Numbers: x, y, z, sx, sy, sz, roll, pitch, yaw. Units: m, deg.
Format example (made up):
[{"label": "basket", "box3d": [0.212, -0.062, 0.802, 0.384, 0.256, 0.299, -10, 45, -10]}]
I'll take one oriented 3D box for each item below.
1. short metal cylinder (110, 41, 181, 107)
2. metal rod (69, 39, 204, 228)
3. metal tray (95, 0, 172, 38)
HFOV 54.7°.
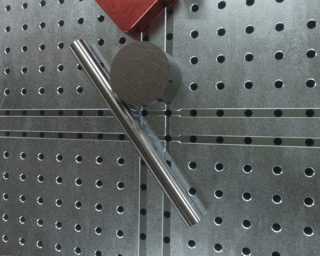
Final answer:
[{"label": "short metal cylinder", "box3d": [-0.018, -0.068, 0.405, 0.080, 0.050, 0.079, 0, 90, 19]}, {"label": "metal rod", "box3d": [-0.038, 0.000, 0.424, 0.025, 0.025, 0.299, -38, 78, 16]}, {"label": "metal tray", "box3d": [-0.050, -0.202, 0.427, 0.090, 0.030, 0.130, -43, 77, 14]}]
